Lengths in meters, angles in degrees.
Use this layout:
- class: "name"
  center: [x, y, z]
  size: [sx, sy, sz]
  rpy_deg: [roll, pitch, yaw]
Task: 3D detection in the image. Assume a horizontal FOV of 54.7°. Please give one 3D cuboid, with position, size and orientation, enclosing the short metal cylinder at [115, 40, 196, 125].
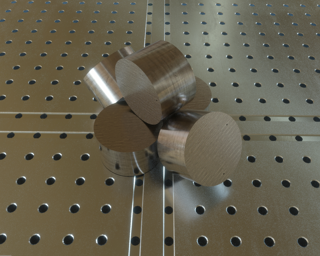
- class: "short metal cylinder"
  center: [-0.006, -0.051, 0.348]
  size: [0.050, 0.080, 0.080]
  rpy_deg: [-34, 58, -25]

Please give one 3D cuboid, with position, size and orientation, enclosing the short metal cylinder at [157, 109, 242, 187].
- class: "short metal cylinder"
  center: [0.044, 0.020, 0.346]
  size: [0.080, 0.080, 0.050]
  rpy_deg: [-33, 22, -25]

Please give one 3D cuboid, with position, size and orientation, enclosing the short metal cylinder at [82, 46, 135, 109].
- class: "short metal cylinder"
  center: [-0.055, -0.065, 0.417]
  size: [0.080, 0.080, 0.050]
  rpy_deg: [-39, 94, -28]

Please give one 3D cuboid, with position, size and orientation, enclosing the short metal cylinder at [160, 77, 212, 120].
- class: "short metal cylinder"
  center: [0.026, -0.028, 0.415]
  size: [0.081, 0.050, 0.080]
  rpy_deg: [0, 50, 0]

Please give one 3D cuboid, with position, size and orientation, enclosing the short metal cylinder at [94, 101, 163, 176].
- class: "short metal cylinder"
  center: [-0.037, 0.012, 0.380]
  size: [0.081, 0.050, 0.080]
  rpy_deg: [0, 50, 0]
